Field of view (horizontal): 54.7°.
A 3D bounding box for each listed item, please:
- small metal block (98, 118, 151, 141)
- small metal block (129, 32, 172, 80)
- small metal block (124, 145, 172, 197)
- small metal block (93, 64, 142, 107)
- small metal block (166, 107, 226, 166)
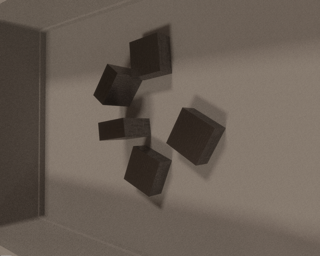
[{"bbox_3d":[-0.049,0.002,0.429,0.050,0.050,0.025,-9,85,39],"label":"small metal block"},{"bbox_3d":[-0.013,-0.094,0.416,0.050,0.025,0.050,-7,86,39],"label":"small metal block"},{"bbox_3d":[-0.017,0.057,0.419,0.050,0.025,0.050,27,107,36],"label":"small metal block"},{"bbox_3d":[-0.058,-0.059,0.436,0.025,0.050,0.050,44,116,31],"label":"small metal block"},{"bbox_3d":[0.042,0.009,0.371,0.050,0.025,0.050,36,112,33],"label":"small metal block"}]
